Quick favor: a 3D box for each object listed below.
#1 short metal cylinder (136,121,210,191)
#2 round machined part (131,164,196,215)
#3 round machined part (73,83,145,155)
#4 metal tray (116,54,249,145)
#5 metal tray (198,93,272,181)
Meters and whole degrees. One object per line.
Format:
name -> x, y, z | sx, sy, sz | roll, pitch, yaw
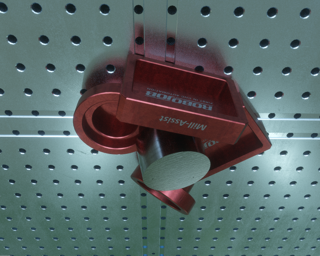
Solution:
short metal cylinder -> 0.015, 0.033, 0.375 | 0.081, 0.050, 0.080 | -9, 140, -8
round machined part -> 0.010, 0.080, 0.446 | 0.098, 0.042, 0.098 | 31, 164, 11
round machined part -> -0.054, -0.015, 0.387 | 0.099, 0.042, 0.097 | -1, 130, 0
metal tray -> 0.023, -0.034, 0.340 | 0.131, 0.090, 0.030 | 12, 129, -11
metal tray -> 0.072, 0.019, 0.425 | 0.130, 0.030, 0.090 | -29, 125, 22
